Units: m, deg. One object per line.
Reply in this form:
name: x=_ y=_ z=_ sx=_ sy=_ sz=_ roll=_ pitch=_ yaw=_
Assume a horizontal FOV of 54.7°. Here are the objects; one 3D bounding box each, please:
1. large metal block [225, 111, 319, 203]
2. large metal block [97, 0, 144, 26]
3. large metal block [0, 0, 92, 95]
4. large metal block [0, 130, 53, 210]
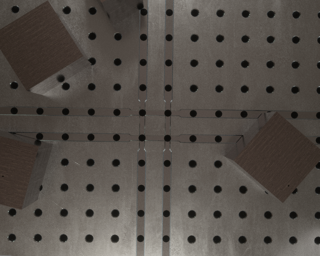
large metal block: x=0.146 y=0.036 z=0.403 sx=0.080 sy=0.050 sz=0.080 roll=41 pitch=90 yaw=-1
large metal block: x=-0.064 y=-0.187 z=0.385 sx=0.050 sy=0.080 sz=0.080 roll=-31 pitch=90 yaw=0
large metal block: x=-0.148 y=-0.100 z=0.399 sx=0.080 sy=0.050 sz=0.080 roll=-32 pitch=90 yaw=0
large metal block: x=-0.196 y=0.050 z=0.398 sx=0.080 sy=0.050 sz=0.080 roll=15 pitch=90 yaw=-1
